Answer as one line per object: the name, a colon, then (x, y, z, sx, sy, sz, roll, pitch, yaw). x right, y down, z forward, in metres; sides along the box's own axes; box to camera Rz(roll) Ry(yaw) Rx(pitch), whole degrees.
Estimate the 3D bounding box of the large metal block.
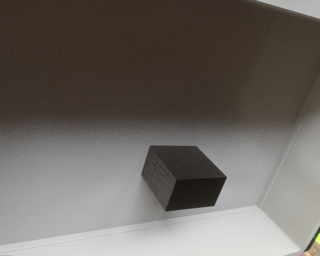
large metal block: (0.031, 0.067, 0.433, 0.081, 0.080, 0.050, 3, 117, -30)
